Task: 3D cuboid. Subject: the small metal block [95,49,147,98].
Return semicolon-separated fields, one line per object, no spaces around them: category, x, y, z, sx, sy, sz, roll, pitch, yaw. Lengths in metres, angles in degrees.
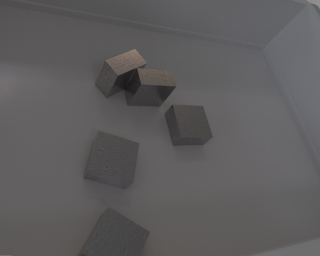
small metal block;-0.052;-0.071;0.405;0.050;0.050;0.025;-33;80;-38

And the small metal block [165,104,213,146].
small metal block;0.039;-0.004;0.429;0.050;0.025;0.050;1;62;-28

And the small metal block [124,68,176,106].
small metal block;-0.014;-0.053;0.414;0.050;0.050;0.025;-1;62;-29

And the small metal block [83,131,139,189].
small metal block;-0.055;0.037;0.354;0.050;0.025;0.050;19;55;-18

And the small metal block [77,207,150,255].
small metal block;-0.046;0.116;0.310;0.050;0.025;0.050;34;51;-6
